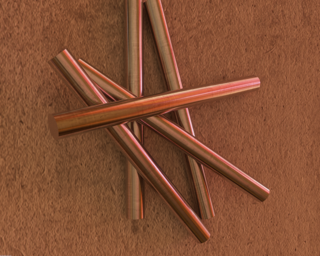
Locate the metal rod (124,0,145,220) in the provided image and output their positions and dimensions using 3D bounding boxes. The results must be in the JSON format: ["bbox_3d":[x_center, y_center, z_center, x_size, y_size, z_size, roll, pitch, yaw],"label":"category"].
[{"bbox_3d":[-0.033,-0.035,0.396,0.025,0.025,0.298,-1,90,-20],"label":"metal rod"}]

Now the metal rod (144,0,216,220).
[{"bbox_3d":[0.028,-0.021,0.418,0.025,0.025,0.298,-17,96,-19],"label":"metal rod"}]

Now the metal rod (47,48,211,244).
[{"bbox_3d":[-0.023,0.037,0.371,0.025,0.025,0.300,-42,113,-15],"label":"metal rod"}]

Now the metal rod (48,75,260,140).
[{"bbox_3d":[0.020,-0.034,0.373,0.302,0.025,0.025,-16,96,-36],"label":"metal rod"}]

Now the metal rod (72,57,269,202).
[{"bbox_3d":[0.024,0.012,0.389,0.301,0.025,0.025,34,79,-17],"label":"metal rod"}]
